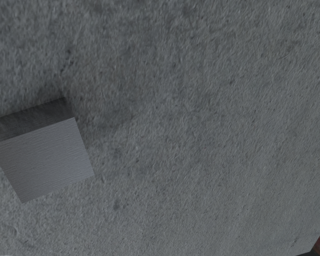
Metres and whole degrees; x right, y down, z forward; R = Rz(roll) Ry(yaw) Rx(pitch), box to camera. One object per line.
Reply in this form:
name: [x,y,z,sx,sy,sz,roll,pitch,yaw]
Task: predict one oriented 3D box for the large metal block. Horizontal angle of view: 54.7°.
large metal block: [-0.126,0.023,0.337,0.081,0.050,0.079,-21,127,-16]
